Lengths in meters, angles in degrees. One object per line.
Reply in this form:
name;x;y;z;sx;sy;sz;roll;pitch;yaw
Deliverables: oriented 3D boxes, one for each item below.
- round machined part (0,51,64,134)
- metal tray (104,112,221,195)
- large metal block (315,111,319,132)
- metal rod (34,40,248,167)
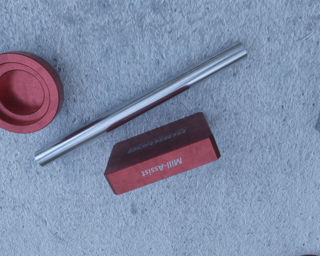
round machined part;-0.168;-0.046;0.382;0.099;0.042;0.097;0;110;-1
metal tray;0.002;0.028;0.385;0.130;0.090;0.030;-21;109;7
large metal block;0.257;-0.024;0.392;0.081;0.050;0.079;6;110;-3
metal rod;-0.031;-0.027;0.399;0.301;0.025;0.025;-28;108;9
